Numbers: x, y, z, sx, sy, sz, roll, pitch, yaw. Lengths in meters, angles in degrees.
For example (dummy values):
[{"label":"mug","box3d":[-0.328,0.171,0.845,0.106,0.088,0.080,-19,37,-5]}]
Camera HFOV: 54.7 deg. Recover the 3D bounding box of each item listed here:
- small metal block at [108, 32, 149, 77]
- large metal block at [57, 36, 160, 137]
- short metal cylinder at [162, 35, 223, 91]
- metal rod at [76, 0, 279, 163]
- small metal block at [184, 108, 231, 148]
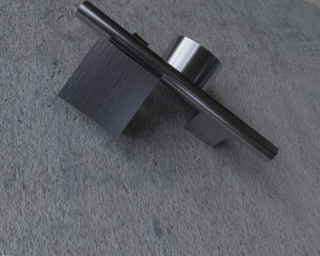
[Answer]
[{"label":"small metal block","box3d":[-0.048,-0.096,0.424,0.025,0.050,0.050,44,51,1]},{"label":"large metal block","box3d":[-0.058,-0.047,0.365,0.080,0.050,0.080,35,91,-6]},{"label":"short metal cylinder","box3d":[0.041,-0.087,0.439,0.080,0.080,0.050,34,93,-7]},{"label":"metal rod","box3d":[0.025,-0.056,0.390,0.301,0.025,0.025,37,51,-4]},{"label":"small metal block","box3d":[0.070,-0.006,0.429,0.050,0.050,0.025,35,51,-5]}]
